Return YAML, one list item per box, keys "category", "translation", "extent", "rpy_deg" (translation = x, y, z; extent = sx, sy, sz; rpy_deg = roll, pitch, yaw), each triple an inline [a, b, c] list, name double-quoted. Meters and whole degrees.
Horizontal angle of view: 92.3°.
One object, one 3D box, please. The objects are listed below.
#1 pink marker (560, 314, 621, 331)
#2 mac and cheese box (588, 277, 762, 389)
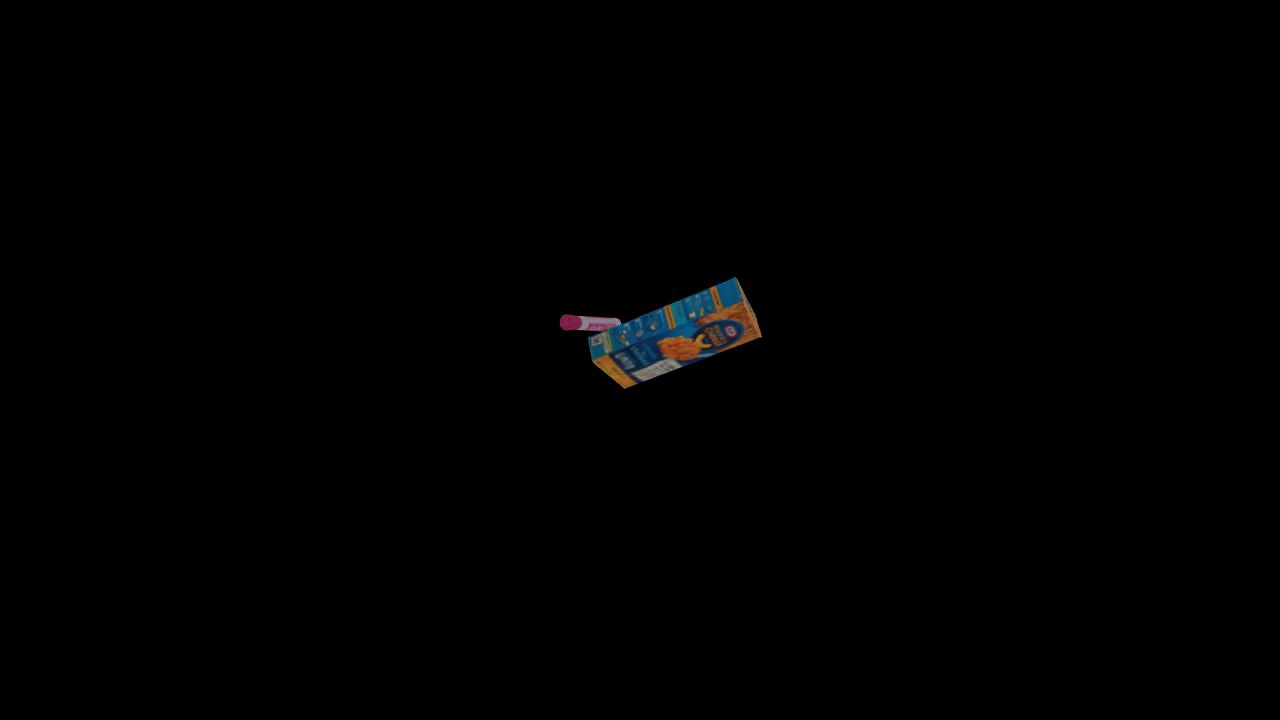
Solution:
- category: "pink marker"
  translation: [-0.060, -0.045, 0.759]
  extent: [0.020, 0.020, 0.121]
  rpy_deg: [0, 1, 28]
- category: "mac and cheese box"
  translation: [0.042, -0.027, 0.721]
  extent: [0.184, 0.041, 0.093]
  rpy_deg: [-21, -31, 15]
